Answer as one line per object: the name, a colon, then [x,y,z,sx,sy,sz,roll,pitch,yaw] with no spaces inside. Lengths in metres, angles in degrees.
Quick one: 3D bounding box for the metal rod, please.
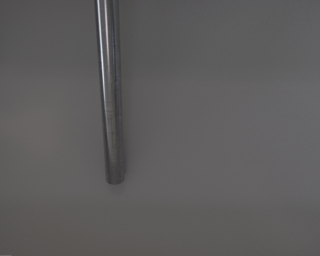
metal rod: [-0.056,-0.066,0.348,0.025,0.025,0.298,1,116,0]
